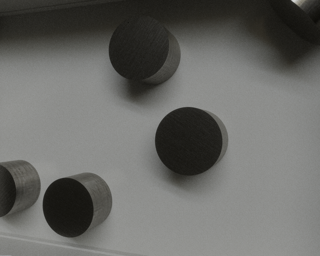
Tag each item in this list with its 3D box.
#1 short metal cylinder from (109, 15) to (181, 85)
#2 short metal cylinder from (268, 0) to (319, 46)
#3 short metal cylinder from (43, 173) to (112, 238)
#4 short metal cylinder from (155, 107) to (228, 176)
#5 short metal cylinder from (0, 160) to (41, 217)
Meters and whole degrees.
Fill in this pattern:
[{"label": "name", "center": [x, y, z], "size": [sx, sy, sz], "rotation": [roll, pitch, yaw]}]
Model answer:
[{"label": "short metal cylinder", "center": [-0.019, -0.098, 0.403], "size": [0.080, 0.050, 0.079], "rotation": [0, 90, 19]}, {"label": "short metal cylinder", "center": [0.161, -0.133, 0.325], "size": [0.050, 0.080, 0.080], "rotation": [-45, 76, 14]}, {"label": "short metal cylinder", "center": [-0.115, 0.106, 0.436], "size": [0.080, 0.050, 0.079], "rotation": [0, 90, 19]}, {"label": "short metal cylinder", "center": [0.040, 0.015, 0.382], "size": [0.080, 0.050, 0.079], "rotation": [0, 90, 19]}, {"label": "short metal cylinder", "center": [-0.234, 0.092, 0.478], "size": [0.080, 0.050, 0.079], "rotation": [0, 90, 19]}]
